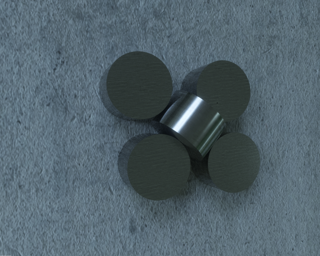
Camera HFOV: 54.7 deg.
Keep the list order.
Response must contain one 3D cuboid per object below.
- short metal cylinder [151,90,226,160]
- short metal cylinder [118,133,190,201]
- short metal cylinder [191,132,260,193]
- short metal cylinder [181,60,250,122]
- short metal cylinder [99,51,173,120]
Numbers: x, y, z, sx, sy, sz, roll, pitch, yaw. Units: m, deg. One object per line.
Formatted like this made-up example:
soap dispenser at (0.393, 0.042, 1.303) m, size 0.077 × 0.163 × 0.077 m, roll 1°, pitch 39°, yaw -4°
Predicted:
short metal cylinder at (0.036, -0.003, 0.396) m, size 0.080 × 0.080 × 0.050 m, roll 41°, pitch 77°, yaw -16°
short metal cylinder at (-0.009, 0.047, 0.394) m, size 0.081 × 0.050 × 0.079 m, roll 0°, pitch 90°, yaw -21°
short metal cylinder at (0.090, 0.045, 0.431) m, size 0.081 × 0.050 × 0.079 m, roll 0°, pitch 90°, yaw -21°
short metal cylinder at (0.075, -0.048, 0.424) m, size 0.081 × 0.050 × 0.079 m, roll 0°, pitch 90°, yaw -21°
short metal cylinder at (-0.031, -0.050, 0.385) m, size 0.081 × 0.050 × 0.079 m, roll 0°, pitch 90°, yaw -21°
